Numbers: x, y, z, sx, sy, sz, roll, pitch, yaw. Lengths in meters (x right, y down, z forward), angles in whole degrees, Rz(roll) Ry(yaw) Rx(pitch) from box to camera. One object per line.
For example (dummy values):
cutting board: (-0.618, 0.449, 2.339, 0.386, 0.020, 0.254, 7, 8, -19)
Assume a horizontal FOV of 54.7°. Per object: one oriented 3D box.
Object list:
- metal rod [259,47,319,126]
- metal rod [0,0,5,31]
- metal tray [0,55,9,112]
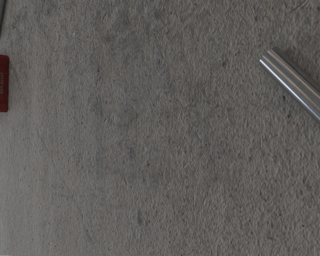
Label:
metal rod: (0.188, 0.039, 0.249, 0.025, 0.025, 0.299, -50, 61, 28)
metal rod: (-0.349, -0.350, 0.693, 0.025, 0.025, 0.298, 29, 108, 36)
metal tray: (-0.390, -0.102, 0.723, 0.090, 0.030, 0.129, 3, 92, 40)
